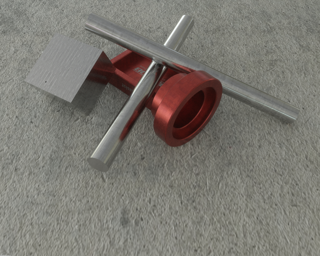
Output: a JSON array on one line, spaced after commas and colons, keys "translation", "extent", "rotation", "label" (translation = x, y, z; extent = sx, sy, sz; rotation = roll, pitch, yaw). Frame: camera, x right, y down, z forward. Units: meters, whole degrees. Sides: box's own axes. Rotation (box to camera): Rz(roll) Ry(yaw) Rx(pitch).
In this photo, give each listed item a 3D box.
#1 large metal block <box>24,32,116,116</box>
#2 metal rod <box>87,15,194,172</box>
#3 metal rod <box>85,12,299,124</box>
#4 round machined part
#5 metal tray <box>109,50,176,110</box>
[{"translation": [-0.122, -0.074, 0.429], "extent": [0.080, 0.050, 0.080], "rotation": [24, 79, 19], "label": "large metal block"}, {"translation": [-0.011, -0.068, 0.420], "extent": [0.025, 0.025, 0.301], "rotation": [17, 52, 13], "label": "metal rod"}, {"translation": [0.045, -0.079, 0.414], "extent": [0.301, 0.025, 0.025], "rotation": [24, 52, -3], "label": "metal rod"}, {"translation": [0.028, -0.028, 0.380], "extent": [0.099, 0.097, 0.042], "rotation": [-35, 59, -26], "label": "round machined part"}, {"translation": [-0.007, -0.076, 0.463], "extent": [0.130, 0.030, 0.090], "rotation": [34, 58, 25], "label": "metal tray"}]
